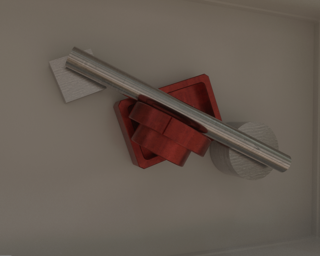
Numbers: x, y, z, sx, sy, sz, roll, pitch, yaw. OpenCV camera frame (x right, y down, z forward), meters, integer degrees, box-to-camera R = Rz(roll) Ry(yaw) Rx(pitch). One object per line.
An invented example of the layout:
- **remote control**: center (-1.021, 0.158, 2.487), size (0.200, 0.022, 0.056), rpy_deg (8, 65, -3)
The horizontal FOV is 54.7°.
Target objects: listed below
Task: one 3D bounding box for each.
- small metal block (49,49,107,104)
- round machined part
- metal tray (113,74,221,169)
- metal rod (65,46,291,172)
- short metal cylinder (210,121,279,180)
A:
- **small metal block**: center (-0.099, -0.062, 0.373), size (0.050, 0.025, 0.050), rpy_deg (-23, 98, -19)
- **round machined part**: center (0.006, 0.011, 0.360), size (0.098, 0.098, 0.042), rpy_deg (29, 88, -18)
- **metal tray**: center (0.015, -0.011, 0.412), size (0.131, 0.030, 0.090), rpy_deg (-20, 97, -19)
- **metal rod**: center (0.032, -0.016, 0.378), size (0.301, 0.025, 0.025), rpy_deg (26, 81, -12)
- **short metal cylinder**: center (0.119, 0.031, 0.441), size (0.081, 0.050, 0.079), rpy_deg (0, 90, -21)
